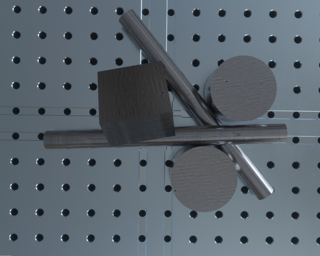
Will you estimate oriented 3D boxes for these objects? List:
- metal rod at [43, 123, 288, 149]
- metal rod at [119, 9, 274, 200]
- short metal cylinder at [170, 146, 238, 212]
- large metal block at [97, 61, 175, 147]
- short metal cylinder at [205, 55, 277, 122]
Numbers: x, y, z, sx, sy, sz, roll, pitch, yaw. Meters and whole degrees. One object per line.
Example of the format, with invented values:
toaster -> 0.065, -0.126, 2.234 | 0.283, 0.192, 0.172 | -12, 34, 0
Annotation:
metal rod -> 0.002, 0.011, 0.393 | 0.302, 0.025, 0.025 | -2, 90, 6
metal rod -> 0.048, -0.030, 0.410 | 0.025, 0.025, 0.300 | -38, 90, 0
short metal cylinder -> 0.053, 0.061, 0.398 | 0.081, 0.050, 0.079 | 0, 90, 0
large metal block -> -0.029, -0.030, 0.379 | 0.080, 0.050, 0.080 | -10, 55, 0
short metal cylinder -> 0.101, -0.048, 0.398 | 0.081, 0.050, 0.079 | 0, 90, 0
